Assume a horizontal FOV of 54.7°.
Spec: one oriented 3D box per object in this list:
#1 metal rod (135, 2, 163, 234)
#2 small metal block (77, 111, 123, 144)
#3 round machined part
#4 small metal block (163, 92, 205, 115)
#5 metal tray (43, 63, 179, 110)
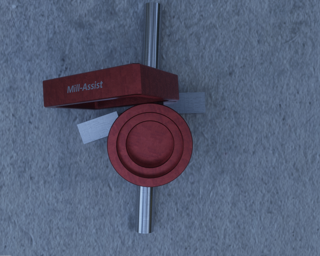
[{"bbox_3d":[-0.015,-0.013,0.411,0.025,0.025,0.298,2,90,-1],"label":"metal rod"},{"bbox_3d":[-0.072,-0.001,0.398,0.050,0.050,0.025,-19,90,0],"label":"small metal block"},{"bbox_3d":[-0.012,0.018,0.375,0.099,0.042,0.097,0,93,-3],"label":"round machined part"},{"bbox_3d":[0.029,-0.030,0.399,0.050,0.050,0.025,-2,90,-1],"label":"small metal block"},{"bbox_3d":[-0.055,-0.042,0.355,0.130,0.090,0.030,-4,89,29],"label":"metal tray"}]
